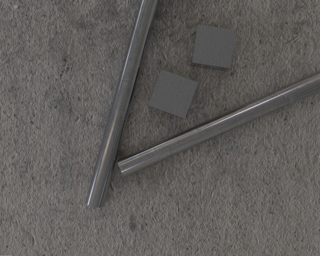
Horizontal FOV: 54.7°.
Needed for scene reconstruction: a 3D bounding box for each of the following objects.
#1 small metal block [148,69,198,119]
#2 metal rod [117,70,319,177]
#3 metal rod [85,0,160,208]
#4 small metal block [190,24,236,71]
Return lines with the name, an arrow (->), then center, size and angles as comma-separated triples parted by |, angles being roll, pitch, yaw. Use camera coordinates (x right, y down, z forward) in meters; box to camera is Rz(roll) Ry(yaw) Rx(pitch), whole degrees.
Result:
small metal block -> 0.017, -0.044, 0.410 | 0.050, 0.025, 0.050 | 20, 90, 0
metal rod -> 0.087, -0.007, 0.410 | 0.301, 0.025, 0.025 | -24, 90, 0
metal rod -> -0.047, -0.043, 0.409 | 0.025, 0.025, 0.298 | 15, 90, 0
small metal block -> 0.070, -0.105, 0.411 | 0.050, 0.025, 0.050 | 8, 90, 0
